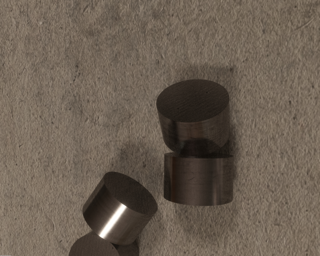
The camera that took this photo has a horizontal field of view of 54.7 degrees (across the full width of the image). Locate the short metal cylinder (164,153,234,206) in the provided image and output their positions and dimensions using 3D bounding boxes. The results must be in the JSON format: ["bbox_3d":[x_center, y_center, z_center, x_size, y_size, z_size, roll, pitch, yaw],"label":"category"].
[{"bbox_3d":[0.045,0.056,0.363,0.080,0.080,0.050,1,91,19],"label":"short metal cylinder"}]

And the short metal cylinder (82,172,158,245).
[{"bbox_3d":[-0.051,0.101,0.397,0.080,0.080,0.050,38,102,15],"label":"short metal cylinder"}]

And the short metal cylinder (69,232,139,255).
[{"bbox_3d":[-0.076,0.177,0.421,0.080,0.050,0.079,0,90,19],"label":"short metal cylinder"}]

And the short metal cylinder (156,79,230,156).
[{"bbox_3d":[0.039,-0.014,0.358,0.080,0.080,0.050,6,133,19],"label":"short metal cylinder"}]
